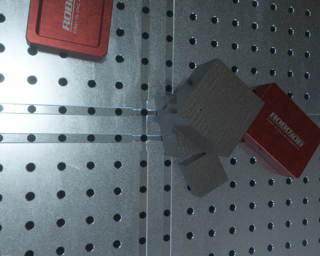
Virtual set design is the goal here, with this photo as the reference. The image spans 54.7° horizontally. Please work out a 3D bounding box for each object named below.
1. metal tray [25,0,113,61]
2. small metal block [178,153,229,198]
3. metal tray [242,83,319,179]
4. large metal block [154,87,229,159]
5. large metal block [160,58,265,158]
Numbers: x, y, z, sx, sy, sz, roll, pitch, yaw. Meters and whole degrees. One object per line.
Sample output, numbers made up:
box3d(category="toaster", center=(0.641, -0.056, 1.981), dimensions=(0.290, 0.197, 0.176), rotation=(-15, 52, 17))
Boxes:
box3d(category="metal tray", center=(-0.104, -0.154, 0.371), dimensions=(0.091, 0.030, 0.129), rotation=(7, 88, -20))
box3d(category="small metal block", center=(0.061, 0.062, 0.435), dimensions=(0.050, 0.025, 0.050), rotation=(-28, 99, -18))
box3d(category="metal tray", center=(0.183, 0.005, 0.477), dimensions=(0.130, 0.030, 0.090), rotation=(40, 77, -16))
box3d(category="large metal block", center=(0.045, -0.010, 0.416), dimensions=(0.081, 0.050, 0.080), rotation=(-13, 95, -20))
box3d(category="large metal block", center=(0.062, -0.023, 0.369), dimensions=(0.080, 0.050, 0.080), rotation=(40, 77, -16))
